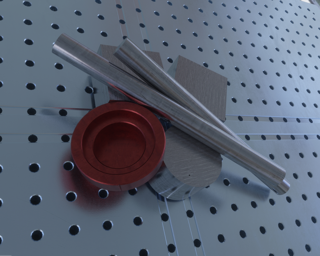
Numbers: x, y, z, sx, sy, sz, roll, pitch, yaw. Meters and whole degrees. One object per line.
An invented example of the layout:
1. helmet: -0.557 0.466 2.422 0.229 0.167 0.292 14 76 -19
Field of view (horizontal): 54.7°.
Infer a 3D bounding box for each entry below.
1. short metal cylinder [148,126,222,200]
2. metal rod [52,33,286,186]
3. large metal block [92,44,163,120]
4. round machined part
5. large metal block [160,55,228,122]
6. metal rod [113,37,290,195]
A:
1. short metal cylinder: 0.027 0.041 0.376 0.081 0.050 0.080 14 56 -21
2. metal rod: 0.019 -0.015 0.357 0.301 0.025 0.025 31 52 -10
3. large metal block: -0.039 -0.054 0.396 0.081 0.050 0.080 1 61 -28
4. round machined part: -0.044 0.023 0.341 0.099 0.042 0.098 1 61 -1
5. large metal block: 0.046 -0.044 0.437 0.080 0.050 0.080 22 54 -15
6. metal rod: 0.066 -0.002 0.392 0.301 0.025 0.025 39 50 -21
